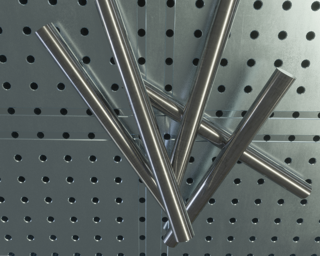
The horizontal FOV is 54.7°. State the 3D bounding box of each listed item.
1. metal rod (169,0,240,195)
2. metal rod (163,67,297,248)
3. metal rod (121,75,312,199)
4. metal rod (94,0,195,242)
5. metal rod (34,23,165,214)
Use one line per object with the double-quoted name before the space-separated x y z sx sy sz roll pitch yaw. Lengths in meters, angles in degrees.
"metal rod" 0.053 -0.059 0.372 0.025 0.025 0.298 15 102 -6
"metal rod" 0.079 0.056 0.412 0.025 0.025 0.298 24 117 -9
"metal rod" 0.084 0.015 0.420 0.301 0.025 0.025 31 107 -11
"metal rod" -0.017 -0.008 0.369 0.025 0.025 0.298 -18 94 6
"metal rod" -0.060 0.001 0.412 0.025 0.025 0.299 -30 108 10
